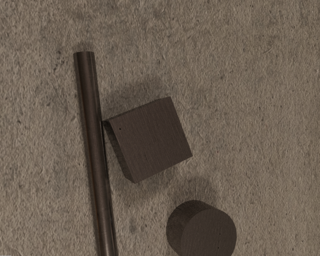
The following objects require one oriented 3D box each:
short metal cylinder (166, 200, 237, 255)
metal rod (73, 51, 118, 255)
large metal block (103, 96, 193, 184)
[{"bbox_3d":[0.055,0.143,0.418,0.081,0.050,0.079,0,90,-21],"label":"short metal cylinder"},{"bbox_3d":[-0.076,0.058,0.381,0.025,0.025,0.298,-7,93,-20],"label":"metal rod"},{"bbox_3d":[-0.017,0.013,0.391,0.081,0.050,0.080,-23,98,-19],"label":"large metal block"}]
